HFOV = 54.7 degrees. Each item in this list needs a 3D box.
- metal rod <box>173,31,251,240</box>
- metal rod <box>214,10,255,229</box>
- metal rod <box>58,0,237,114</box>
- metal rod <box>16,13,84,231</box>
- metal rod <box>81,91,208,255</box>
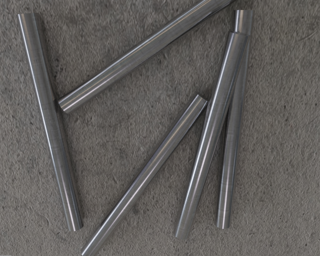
[{"bbox_3d":[0.060,0.027,0.407,0.025,0.025,0.298,10,115,-4],"label":"metal rod"},{"bbox_3d":[0.095,0.003,0.411,0.025,0.025,0.298,1,110,0],"label":"metal rod"},{"bbox_3d":[0.003,-0.107,0.370,0.300,0.025,0.025,-32,107,11],"label":"metal rod"},{"bbox_3d":[-0.140,0.007,0.410,0.025,0.025,0.298,-5,110,2],"label":"metal rod"},{"bbox_3d":[-0.028,0.077,0.437,0.025,0.025,0.299,32,107,-11],"label":"metal rod"}]
